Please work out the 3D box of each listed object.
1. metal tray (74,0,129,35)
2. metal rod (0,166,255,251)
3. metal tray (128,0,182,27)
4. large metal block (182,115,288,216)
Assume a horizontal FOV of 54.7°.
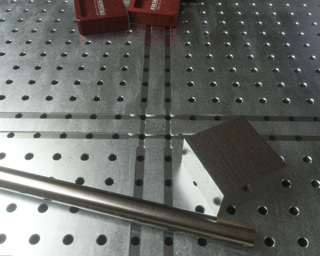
[{"bbox_3d":[-0.117,-0.234,0.598,0.091,0.030,0.130,-10,51,-9],"label":"metal tray"},{"bbox_3d":[-0.052,0.083,0.337,0.301,0.025,0.025,11,51,9],"label":"metal rod"},{"bbox_3d":[-0.004,-0.258,0.602,0.090,0.030,0.130,8,63,6],"label":"metal tray"},{"bbox_3d":[0.081,0.042,0.358,0.081,0.050,0.080,-21,53,-17],"label":"large metal block"}]
